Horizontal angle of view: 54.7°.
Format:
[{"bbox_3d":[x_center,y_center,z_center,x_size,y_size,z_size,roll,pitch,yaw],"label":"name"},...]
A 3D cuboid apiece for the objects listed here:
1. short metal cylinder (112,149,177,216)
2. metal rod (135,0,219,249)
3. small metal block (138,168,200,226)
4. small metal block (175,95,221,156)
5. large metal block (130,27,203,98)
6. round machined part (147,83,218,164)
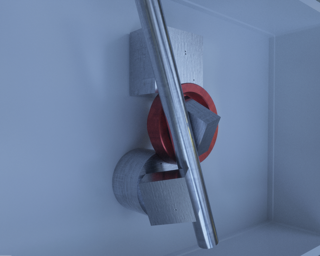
[{"bbox_3d":[-0.011,0.066,0.382,0.081,0.050,0.079,0,90,-40],"label":"short metal cylinder"},{"bbox_3d":[0.019,-0.007,0.332,0.025,0.025,0.298,-25,106,-38],"label":"metal rod"},{"bbox_3d":[0.011,0.074,0.331,0.025,0.050,0.050,-47,124,-69],"label":"small metal block"},{"bbox_3d":[0.036,-0.002,0.358,0.025,0.050,0.050,-25,141,-41],"label":"small metal block"},{"bbox_3d":[0.009,-0.080,0.396,0.081,0.050,0.079,0,90,-40],"label":"large metal block"},{"bbox_3d":[0.023,-0.004,0.377,0.099,0.042,0.097,0,90,-40],"label":"round machined part"}]
